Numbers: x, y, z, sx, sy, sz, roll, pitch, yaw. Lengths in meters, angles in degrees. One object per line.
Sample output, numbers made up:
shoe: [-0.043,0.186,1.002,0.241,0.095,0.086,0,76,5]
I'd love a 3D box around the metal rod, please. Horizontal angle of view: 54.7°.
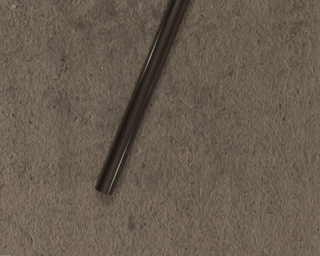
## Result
metal rod: [-0.019,-0.056,0.409,0.025,0.025,0.299,22,90,-1]
